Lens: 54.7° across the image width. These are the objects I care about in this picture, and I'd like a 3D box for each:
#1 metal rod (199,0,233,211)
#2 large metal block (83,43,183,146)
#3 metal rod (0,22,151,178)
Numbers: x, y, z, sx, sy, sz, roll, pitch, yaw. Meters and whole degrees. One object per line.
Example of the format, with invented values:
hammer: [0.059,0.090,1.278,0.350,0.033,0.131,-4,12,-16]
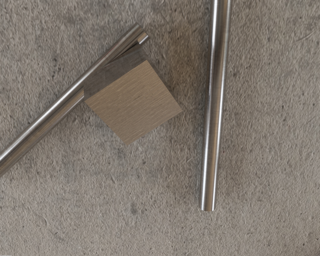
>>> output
metal rod: [0.070,-0.025,0.401,0.025,0.025,0.298,0,110,-1]
large metal block: [-0.032,-0.038,0.368,0.080,0.050,0.080,-32,126,9]
metal rod: [-0.131,-0.022,0.399,0.300,0.025,0.025,-40,106,13]
